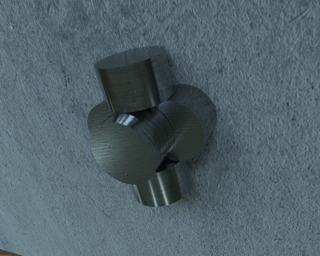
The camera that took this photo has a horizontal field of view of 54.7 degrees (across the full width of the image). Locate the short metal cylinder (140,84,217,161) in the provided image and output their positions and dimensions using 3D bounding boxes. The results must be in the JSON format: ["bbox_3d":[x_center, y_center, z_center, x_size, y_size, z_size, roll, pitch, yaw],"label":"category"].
[{"bbox_3d":[0.023,-0.007,0.374,0.080,0.050,0.079,13,124,20],"label":"short metal cylinder"}]

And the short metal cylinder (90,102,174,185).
[{"bbox_3d":[-0.031,0.017,0.352,0.080,0.050,0.079,13,124,20],"label":"short metal cylinder"}]

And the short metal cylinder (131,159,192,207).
[{"bbox_3d":[-0.002,0.058,0.408,0.080,0.080,0.050,0,119,27],"label":"short metal cylinder"}]

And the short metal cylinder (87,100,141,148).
[{"bbox_3d":[-0.048,-0.007,0.411,0.080,0.050,0.079,13,124,20],"label":"short metal cylinder"}]

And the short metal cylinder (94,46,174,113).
[{"bbox_3d":[-0.028,-0.057,0.351,0.080,0.080,0.050,0,118,28],"label":"short metal cylinder"}]
